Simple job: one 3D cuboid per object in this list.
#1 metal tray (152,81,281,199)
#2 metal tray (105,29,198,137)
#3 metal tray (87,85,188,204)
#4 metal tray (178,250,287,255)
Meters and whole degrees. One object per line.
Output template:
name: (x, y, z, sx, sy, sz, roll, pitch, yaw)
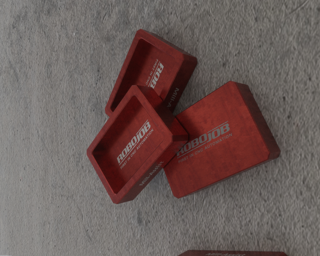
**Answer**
metal tray: (0.056, 0.017, 0.355, 0.130, 0.030, 0.090, -33, 70, 35)
metal tray: (-0.017, -0.054, 0.415, 0.090, 0.030, 0.129, 40, 114, 32)
metal tray: (-0.034, 0.022, 0.390, 0.129, 0.030, 0.090, -50, 61, 28)
metal tray: (0.080, 0.183, 0.335, 0.130, 0.030, 0.090, -17, 79, 38)
